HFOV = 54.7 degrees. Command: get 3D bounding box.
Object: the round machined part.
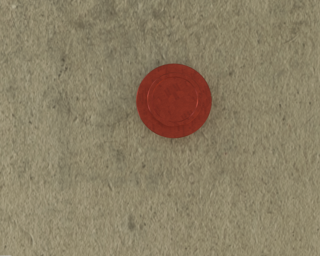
[{"bbox_3d":[0.018,-0.035,0.402,0.099,0.042,0.097,0,90,-1],"label":"round machined part"}]
